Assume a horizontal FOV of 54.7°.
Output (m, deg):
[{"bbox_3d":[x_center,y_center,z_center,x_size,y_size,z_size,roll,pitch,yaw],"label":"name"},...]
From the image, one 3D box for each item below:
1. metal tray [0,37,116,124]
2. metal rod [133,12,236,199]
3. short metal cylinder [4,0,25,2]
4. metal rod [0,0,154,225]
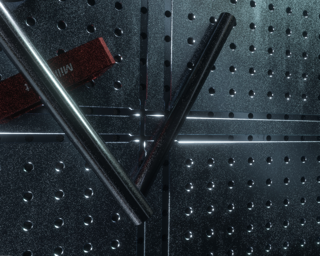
[{"bbox_3d":[-0.120,-0.048,0.334,0.131,0.090,0.030,-31,101,-18],"label":"metal tray"},{"bbox_3d":[0.030,-0.029,0.424,0.025,0.025,0.299,31,80,-18],"label":"metal rod"},{"bbox_3d":[-0.148,-0.178,0.328,0.080,0.080,0.050,-32,101,-17],"label":"short metal cylinder"},{"bbox_3d":[-0.098,-0.033,0.279,0.025,0.025,0.299,-37,103,-16],"label":"metal rod"}]
